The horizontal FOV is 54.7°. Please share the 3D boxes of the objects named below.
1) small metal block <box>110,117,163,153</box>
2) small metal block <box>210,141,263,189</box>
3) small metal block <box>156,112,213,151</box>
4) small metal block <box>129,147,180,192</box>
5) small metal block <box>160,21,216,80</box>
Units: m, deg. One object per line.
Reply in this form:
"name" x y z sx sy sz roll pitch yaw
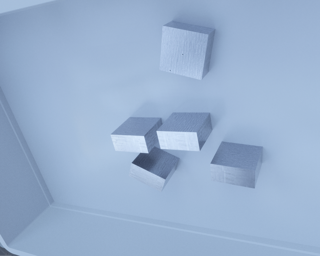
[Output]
"small metal block" -0.029 0.008 0.413 0.050 0.050 0.025 2 119 27
"small metal block" 0.092 0.042 0.370 0.050 0.050 0.025 7 121 25
"small metal block" 0.031 0.003 0.378 0.050 0.050 0.025 2 119 27
"small metal block" -0.007 0.054 0.430 0.050 0.050 0.025 24 127 13
"small metal block" 0.029 -0.086 0.340 0.050 0.025 0.050 17 125 18
